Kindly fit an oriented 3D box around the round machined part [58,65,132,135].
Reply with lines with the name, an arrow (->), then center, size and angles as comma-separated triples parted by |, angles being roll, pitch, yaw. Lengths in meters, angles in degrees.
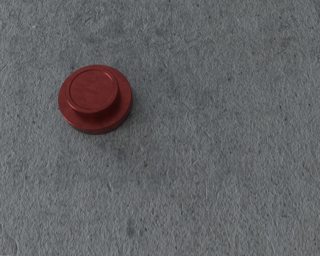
round machined part -> -0.087, -0.043, 0.414 | 0.099, 0.042, 0.098 | 0, 70, 0
